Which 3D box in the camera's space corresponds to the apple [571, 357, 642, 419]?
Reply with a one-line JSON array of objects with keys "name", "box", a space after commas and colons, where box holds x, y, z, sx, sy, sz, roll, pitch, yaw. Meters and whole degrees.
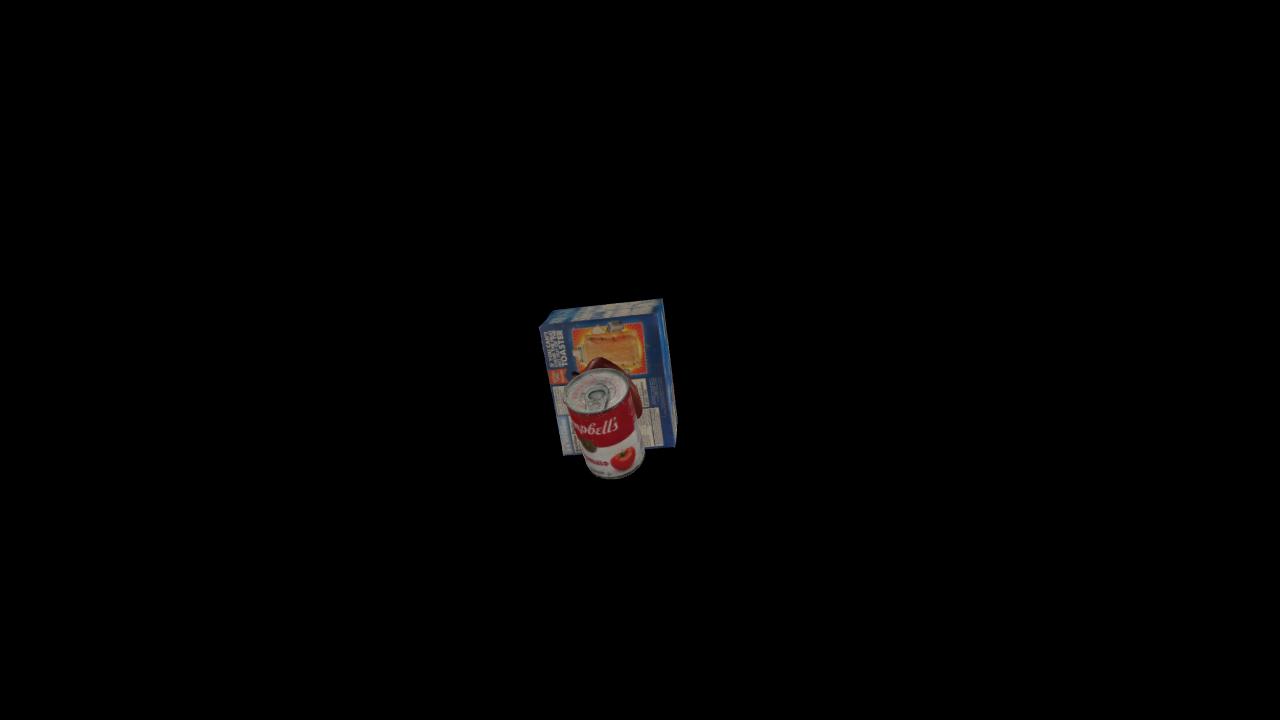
[{"name": "apple", "box": [-0.041, 0.042, 0.705, 0.093, 0.079, 0.079, 43, -4, -4]}]

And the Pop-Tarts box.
[{"name": "Pop-Tarts box", "box": [-0.033, 0.020, 0.752, 0.141, 0.167, 0.083, -6, 16, 8]}]

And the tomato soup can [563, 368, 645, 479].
[{"name": "tomato soup can", "box": [-0.035, 0.067, 0.640, 0.068, 0.101, 0.068, -8, 39, 6]}]
